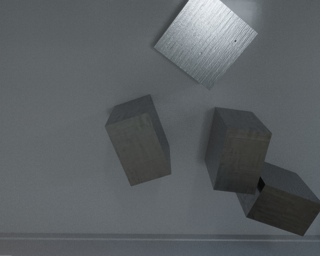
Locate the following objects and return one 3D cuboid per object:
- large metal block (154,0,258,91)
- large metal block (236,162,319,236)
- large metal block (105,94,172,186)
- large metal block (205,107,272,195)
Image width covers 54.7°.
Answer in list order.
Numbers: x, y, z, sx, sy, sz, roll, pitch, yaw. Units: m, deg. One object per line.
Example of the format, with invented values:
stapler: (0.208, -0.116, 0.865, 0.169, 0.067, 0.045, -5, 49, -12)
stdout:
large metal block: (0.050, -0.104, 0.360, 0.080, 0.050, 0.080, 36, 106, -12)
large metal block: (0.152, 0.088, 0.416, 0.080, 0.080, 0.050, 20, 109, -8)
large metal block: (-0.024, 0.012, 0.386, 0.050, 0.080, 0.080, -18, 109, 6)
large metal block: (0.094, 0.026, 0.392, 0.050, 0.080, 0.079, 7, 110, -3)
